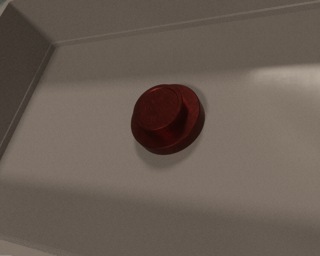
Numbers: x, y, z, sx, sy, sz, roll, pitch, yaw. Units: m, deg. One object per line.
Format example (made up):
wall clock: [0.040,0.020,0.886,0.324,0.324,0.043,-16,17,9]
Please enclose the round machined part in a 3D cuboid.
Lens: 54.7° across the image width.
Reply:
round machined part: [0.005,-0.018,0.402,0.098,0.042,0.098,-13,56,20]
